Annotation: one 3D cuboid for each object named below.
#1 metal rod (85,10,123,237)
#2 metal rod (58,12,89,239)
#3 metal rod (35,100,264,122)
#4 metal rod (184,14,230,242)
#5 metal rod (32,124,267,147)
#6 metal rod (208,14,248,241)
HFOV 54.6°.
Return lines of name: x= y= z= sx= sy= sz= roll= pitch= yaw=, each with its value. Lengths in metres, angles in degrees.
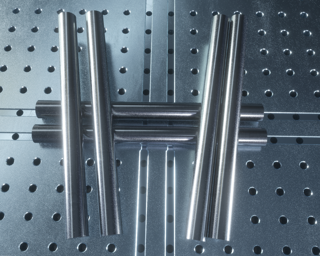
metal rod: x=-0.074 y=-0.021 z=0.393 sx=0.025 sy=0.025 sz=0.299 roll=-7 pitch=70 yaw=-3
metal rod: x=-0.112 y=-0.018 z=0.392 sx=0.025 sy=0.025 sz=0.299 roll=-8 pitch=70 yaw=-3
metal rod: x=-0.014 y=-0.023 z=0.421 sx=0.302 sy=0.025 sz=0.025 roll=1 pitch=70 yaw=0
metal rod: x=0.063 y=-0.015 z=0.392 sx=0.025 sy=0.025 sz=0.299 roll=9 pitch=70 yaw=3
metal rod: x=-0.013 y=0.010 z=0.409 sx=0.302 sy=0.025 sz=0.025 roll=1 pitch=70 yaw=0
metal rod: x=0.089 y=-0.016 z=0.392 sx=0.025 sy=0.025 sz=0.299 roll=9 pitch=70 yaw=3
